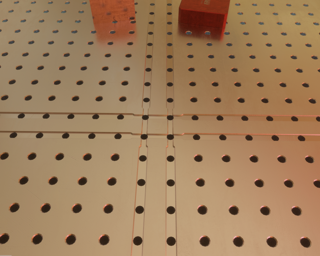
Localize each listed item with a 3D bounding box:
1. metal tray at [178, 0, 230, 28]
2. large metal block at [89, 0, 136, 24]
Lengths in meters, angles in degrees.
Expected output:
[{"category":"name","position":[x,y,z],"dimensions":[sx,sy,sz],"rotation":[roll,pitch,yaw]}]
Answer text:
[{"category":"metal tray","position":[0.093,-0.251,0.616],"dimensions":[0.090,0.030,0.130],"rotation":[10,51,8]},{"category":"large metal block","position":[-0.095,-0.250,0.600],"dimensions":[0.081,0.050,0.080],"rotation":[-9,51,-8]}]
